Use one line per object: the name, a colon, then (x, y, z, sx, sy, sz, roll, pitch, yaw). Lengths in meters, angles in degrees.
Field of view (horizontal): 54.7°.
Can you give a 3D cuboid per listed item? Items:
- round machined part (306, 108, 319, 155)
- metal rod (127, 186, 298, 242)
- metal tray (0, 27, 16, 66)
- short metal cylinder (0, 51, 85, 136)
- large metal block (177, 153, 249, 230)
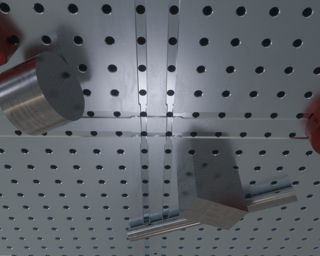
round machined part: (0.252, 0.007, 0.409, 0.099, 0.042, 0.097, 0, 130, 0)
metal rod: (0.082, 0.154, 0.543, 0.301, 0.025, 0.025, -19, 128, 15)
metal tray: (-0.237, -0.090, 0.330, 0.130, 0.030, 0.090, -19, 128, 15)
short metal cylinder: (-0.128, -0.037, 0.343, 0.050, 0.080, 0.080, -20, 128, 16)
large metal block: (0.074, 0.093, 0.456, 0.080, 0.080, 0.050, 19, 127, -16)
